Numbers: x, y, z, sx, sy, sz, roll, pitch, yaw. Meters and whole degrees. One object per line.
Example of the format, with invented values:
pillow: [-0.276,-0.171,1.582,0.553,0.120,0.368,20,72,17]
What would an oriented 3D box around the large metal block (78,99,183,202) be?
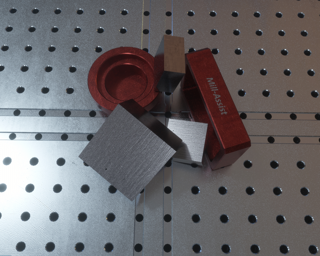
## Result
large metal block: [-0.033,0.024,0.365,0.080,0.050,0.080,40,106,2]

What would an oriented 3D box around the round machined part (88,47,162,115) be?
round machined part: [-0.045,-0.058,0.423,0.099,0.042,0.098,0,70,-1]

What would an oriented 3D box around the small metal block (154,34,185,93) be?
small metal block: [0.011,-0.078,0.384,0.025,0.050,0.050,5,68,-13]

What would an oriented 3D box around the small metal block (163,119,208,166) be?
small metal block: [0.034,0.018,0.400,0.050,0.025,0.050,8,74,14]

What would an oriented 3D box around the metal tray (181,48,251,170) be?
metal tray: [0.063,-0.021,0.386,0.030,0.090,0.130,-17,71,-6]
